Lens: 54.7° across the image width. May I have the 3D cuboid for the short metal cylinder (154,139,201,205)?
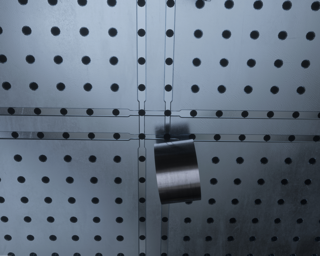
[{"bbox_3d":[0.023,0.057,0.405,0.050,0.080,0.079,-7,110,2],"label":"short metal cylinder"}]

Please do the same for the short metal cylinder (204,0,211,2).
[{"bbox_3d":[0.032,-0.175,0.320,0.080,0.080,0.050,28,108,-10],"label":"short metal cylinder"}]
